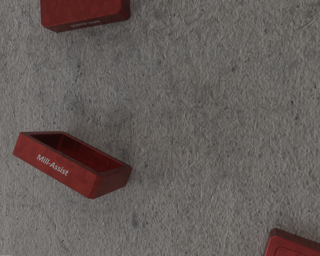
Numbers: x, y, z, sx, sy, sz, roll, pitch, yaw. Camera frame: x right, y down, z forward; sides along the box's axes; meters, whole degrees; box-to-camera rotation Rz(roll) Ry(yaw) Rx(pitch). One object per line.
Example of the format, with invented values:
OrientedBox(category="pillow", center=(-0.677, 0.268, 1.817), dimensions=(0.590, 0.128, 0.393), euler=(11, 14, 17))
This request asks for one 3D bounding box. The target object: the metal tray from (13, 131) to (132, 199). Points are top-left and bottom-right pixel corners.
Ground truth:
OrientedBox(category="metal tray", center=(-0.114, 0.044, 0.414), dimensions=(0.130, 0.090, 0.030), euler=(25, 98, 18))

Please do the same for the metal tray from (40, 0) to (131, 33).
OrientedBox(category="metal tray", center=(-0.110, -0.194, 0.445), dimensions=(0.130, 0.030, 0.089), euler=(-3, 89, 19))

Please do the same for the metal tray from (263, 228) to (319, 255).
OrientedBox(category="metal tray", center=(0.154, 0.193, 0.351), dimensions=(0.090, 0.030, 0.129), euler=(16, 95, 19))
